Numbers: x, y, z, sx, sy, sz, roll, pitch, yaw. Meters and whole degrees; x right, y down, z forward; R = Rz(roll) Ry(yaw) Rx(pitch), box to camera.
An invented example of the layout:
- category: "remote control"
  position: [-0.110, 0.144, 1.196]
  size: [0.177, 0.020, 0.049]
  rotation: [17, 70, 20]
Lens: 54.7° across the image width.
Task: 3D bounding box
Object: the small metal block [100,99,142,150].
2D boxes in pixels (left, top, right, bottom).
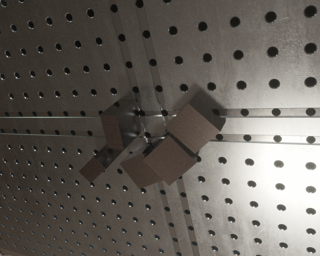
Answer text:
- category: "small metal block"
  position: [-0.051, -0.006, 0.417]
  size: [0.025, 0.050, 0.050]
  rotation: [6, 121, 25]

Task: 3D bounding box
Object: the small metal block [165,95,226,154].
- category: "small metal block"
  position: [0.044, -0.004, 0.385]
  size: [0.050, 0.025, 0.050]
  rotation: [41, 129, -1]

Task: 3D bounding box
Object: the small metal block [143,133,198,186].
- category: "small metal block"
  position: [0.014, 0.041, 0.417]
  size: [0.050, 0.025, 0.050]
  rotation: [45, 107, -4]

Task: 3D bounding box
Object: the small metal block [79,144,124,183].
- category: "small metal block"
  position: [-0.089, 0.050, 0.471]
  size: [0.025, 0.050, 0.050]
  rotation: [45, 129, -4]

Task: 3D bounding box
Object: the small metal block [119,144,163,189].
- category: "small metal block"
  position: [-0.023, 0.057, 0.457]
  size: [0.050, 0.025, 0.050]
  rotation: [-28, 104, 37]
